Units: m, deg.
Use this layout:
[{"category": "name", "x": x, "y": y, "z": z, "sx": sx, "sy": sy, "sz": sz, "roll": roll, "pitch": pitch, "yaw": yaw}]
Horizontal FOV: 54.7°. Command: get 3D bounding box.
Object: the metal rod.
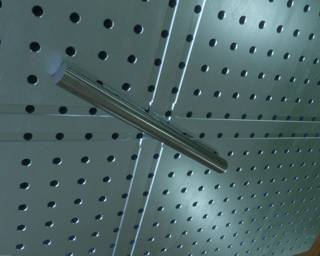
[{"category": "metal rod", "x": -0.002, "y": 0.003, "z": 0.414, "sx": 0.301, "sy": 0.025, "sz": 0.025, "roll": 30, "pitch": 101, "yaw": -38}]
